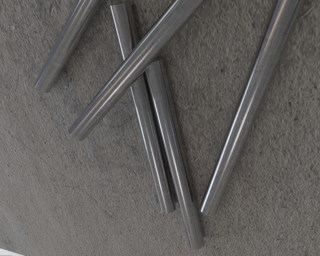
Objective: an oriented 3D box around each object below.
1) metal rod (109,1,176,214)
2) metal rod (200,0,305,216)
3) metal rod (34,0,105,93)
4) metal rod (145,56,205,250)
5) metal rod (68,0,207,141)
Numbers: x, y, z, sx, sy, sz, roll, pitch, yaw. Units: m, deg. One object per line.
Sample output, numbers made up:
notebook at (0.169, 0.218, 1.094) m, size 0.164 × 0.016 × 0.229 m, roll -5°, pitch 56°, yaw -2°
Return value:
metal rod at (-0.016, -0.008, 0.410) m, size 0.025 × 0.025 × 0.298 m, roll 2°, pitch 120°, yaw 27°
metal rod at (0.093, -0.004, 0.355) m, size 0.025 × 0.025 × 0.298 m, roll 22°, pitch 127°, yaw 15°
metal rod at (-0.088, -0.140, 0.366) m, size 0.025 × 0.025 × 0.299 m, roll 45°, pitch 129°, yaw -3°
metal rod at (0.025, 0.051, 0.425) m, size 0.025 × 0.025 × 0.298 m, roll 0°, pitch 119°, yaw 28°
metal rod at (-0.017, -0.081, 0.338) m, size 0.025 × 0.025 × 0.299 m, roll 45°, pitch 121°, yaw -3°
